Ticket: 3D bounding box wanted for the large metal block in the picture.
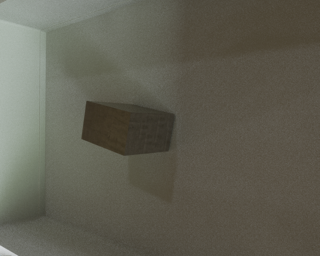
[{"bbox_3d":[-0.041,-0.002,0.399,0.080,0.081,0.050,16,100,38],"label":"large metal block"}]
